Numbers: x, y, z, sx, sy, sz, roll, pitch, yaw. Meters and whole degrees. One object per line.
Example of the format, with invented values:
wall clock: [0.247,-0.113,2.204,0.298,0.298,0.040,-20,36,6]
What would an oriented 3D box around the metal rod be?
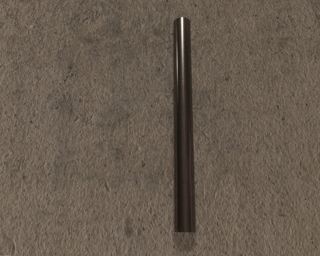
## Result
metal rod: [0.031,-0.018,0.415,0.025,0.025,0.299,1,70,0]
